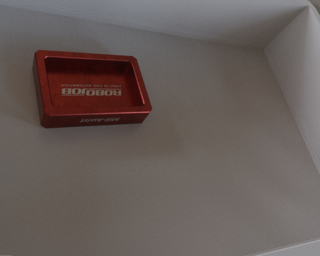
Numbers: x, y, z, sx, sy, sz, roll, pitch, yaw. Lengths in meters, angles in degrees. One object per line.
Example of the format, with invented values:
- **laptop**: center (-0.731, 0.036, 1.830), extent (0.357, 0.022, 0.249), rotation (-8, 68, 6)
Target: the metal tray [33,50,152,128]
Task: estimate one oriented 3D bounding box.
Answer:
- **metal tray**: center (-0.083, -0.049, 0.386), extent (0.131, 0.030, 0.090), rotation (-4, 64, -30)
